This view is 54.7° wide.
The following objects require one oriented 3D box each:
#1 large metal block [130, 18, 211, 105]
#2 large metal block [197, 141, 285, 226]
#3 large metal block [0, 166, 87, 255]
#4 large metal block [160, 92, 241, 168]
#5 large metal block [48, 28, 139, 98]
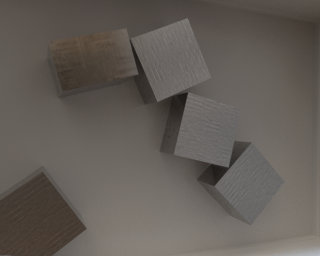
[{"bbox_3d":[0.007,-0.084,0.401,0.081,0.050,0.080,-26,99,-18],"label":"large metal block"},{"bbox_3d":[0.115,0.075,0.441,0.080,0.050,0.080,-46,105,-14],"label":"large metal block"},{"bbox_3d":[-0.142,0.101,0.345,0.080,0.050,0.080,-36,102,-17],"label":"large metal block"},{"bbox_3d":[0.054,0.004,0.418,0.081,0.050,0.080,15,85,-20],"label":"large metal block"},{"bbox_3d":[-0.080,-0.071,0.352,0.081,0.080,0.050,-16,96,-20],"label":"large metal block"}]
